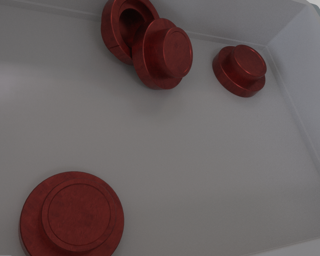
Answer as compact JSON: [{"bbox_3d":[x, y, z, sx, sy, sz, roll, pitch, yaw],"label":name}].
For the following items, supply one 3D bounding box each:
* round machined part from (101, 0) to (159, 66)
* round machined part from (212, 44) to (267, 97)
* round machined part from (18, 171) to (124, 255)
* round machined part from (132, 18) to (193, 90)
[{"bbox_3d":[-0.044,-0.136,0.436,0.099,0.042,0.097,3,86,-48],"label":"round machined part"},{"bbox_3d":[0.144,-0.105,0.536,0.099,0.042,0.098,14,56,-21],"label":"round machined part"},{"bbox_3d":[-0.081,0.087,0.298,0.099,0.042,0.098,14,56,-21],"label":"round machined part"},{"bbox_3d":[0.010,-0.103,0.431,0.099,0.042,0.097,-5,96,-51],"label":"round machined part"}]
